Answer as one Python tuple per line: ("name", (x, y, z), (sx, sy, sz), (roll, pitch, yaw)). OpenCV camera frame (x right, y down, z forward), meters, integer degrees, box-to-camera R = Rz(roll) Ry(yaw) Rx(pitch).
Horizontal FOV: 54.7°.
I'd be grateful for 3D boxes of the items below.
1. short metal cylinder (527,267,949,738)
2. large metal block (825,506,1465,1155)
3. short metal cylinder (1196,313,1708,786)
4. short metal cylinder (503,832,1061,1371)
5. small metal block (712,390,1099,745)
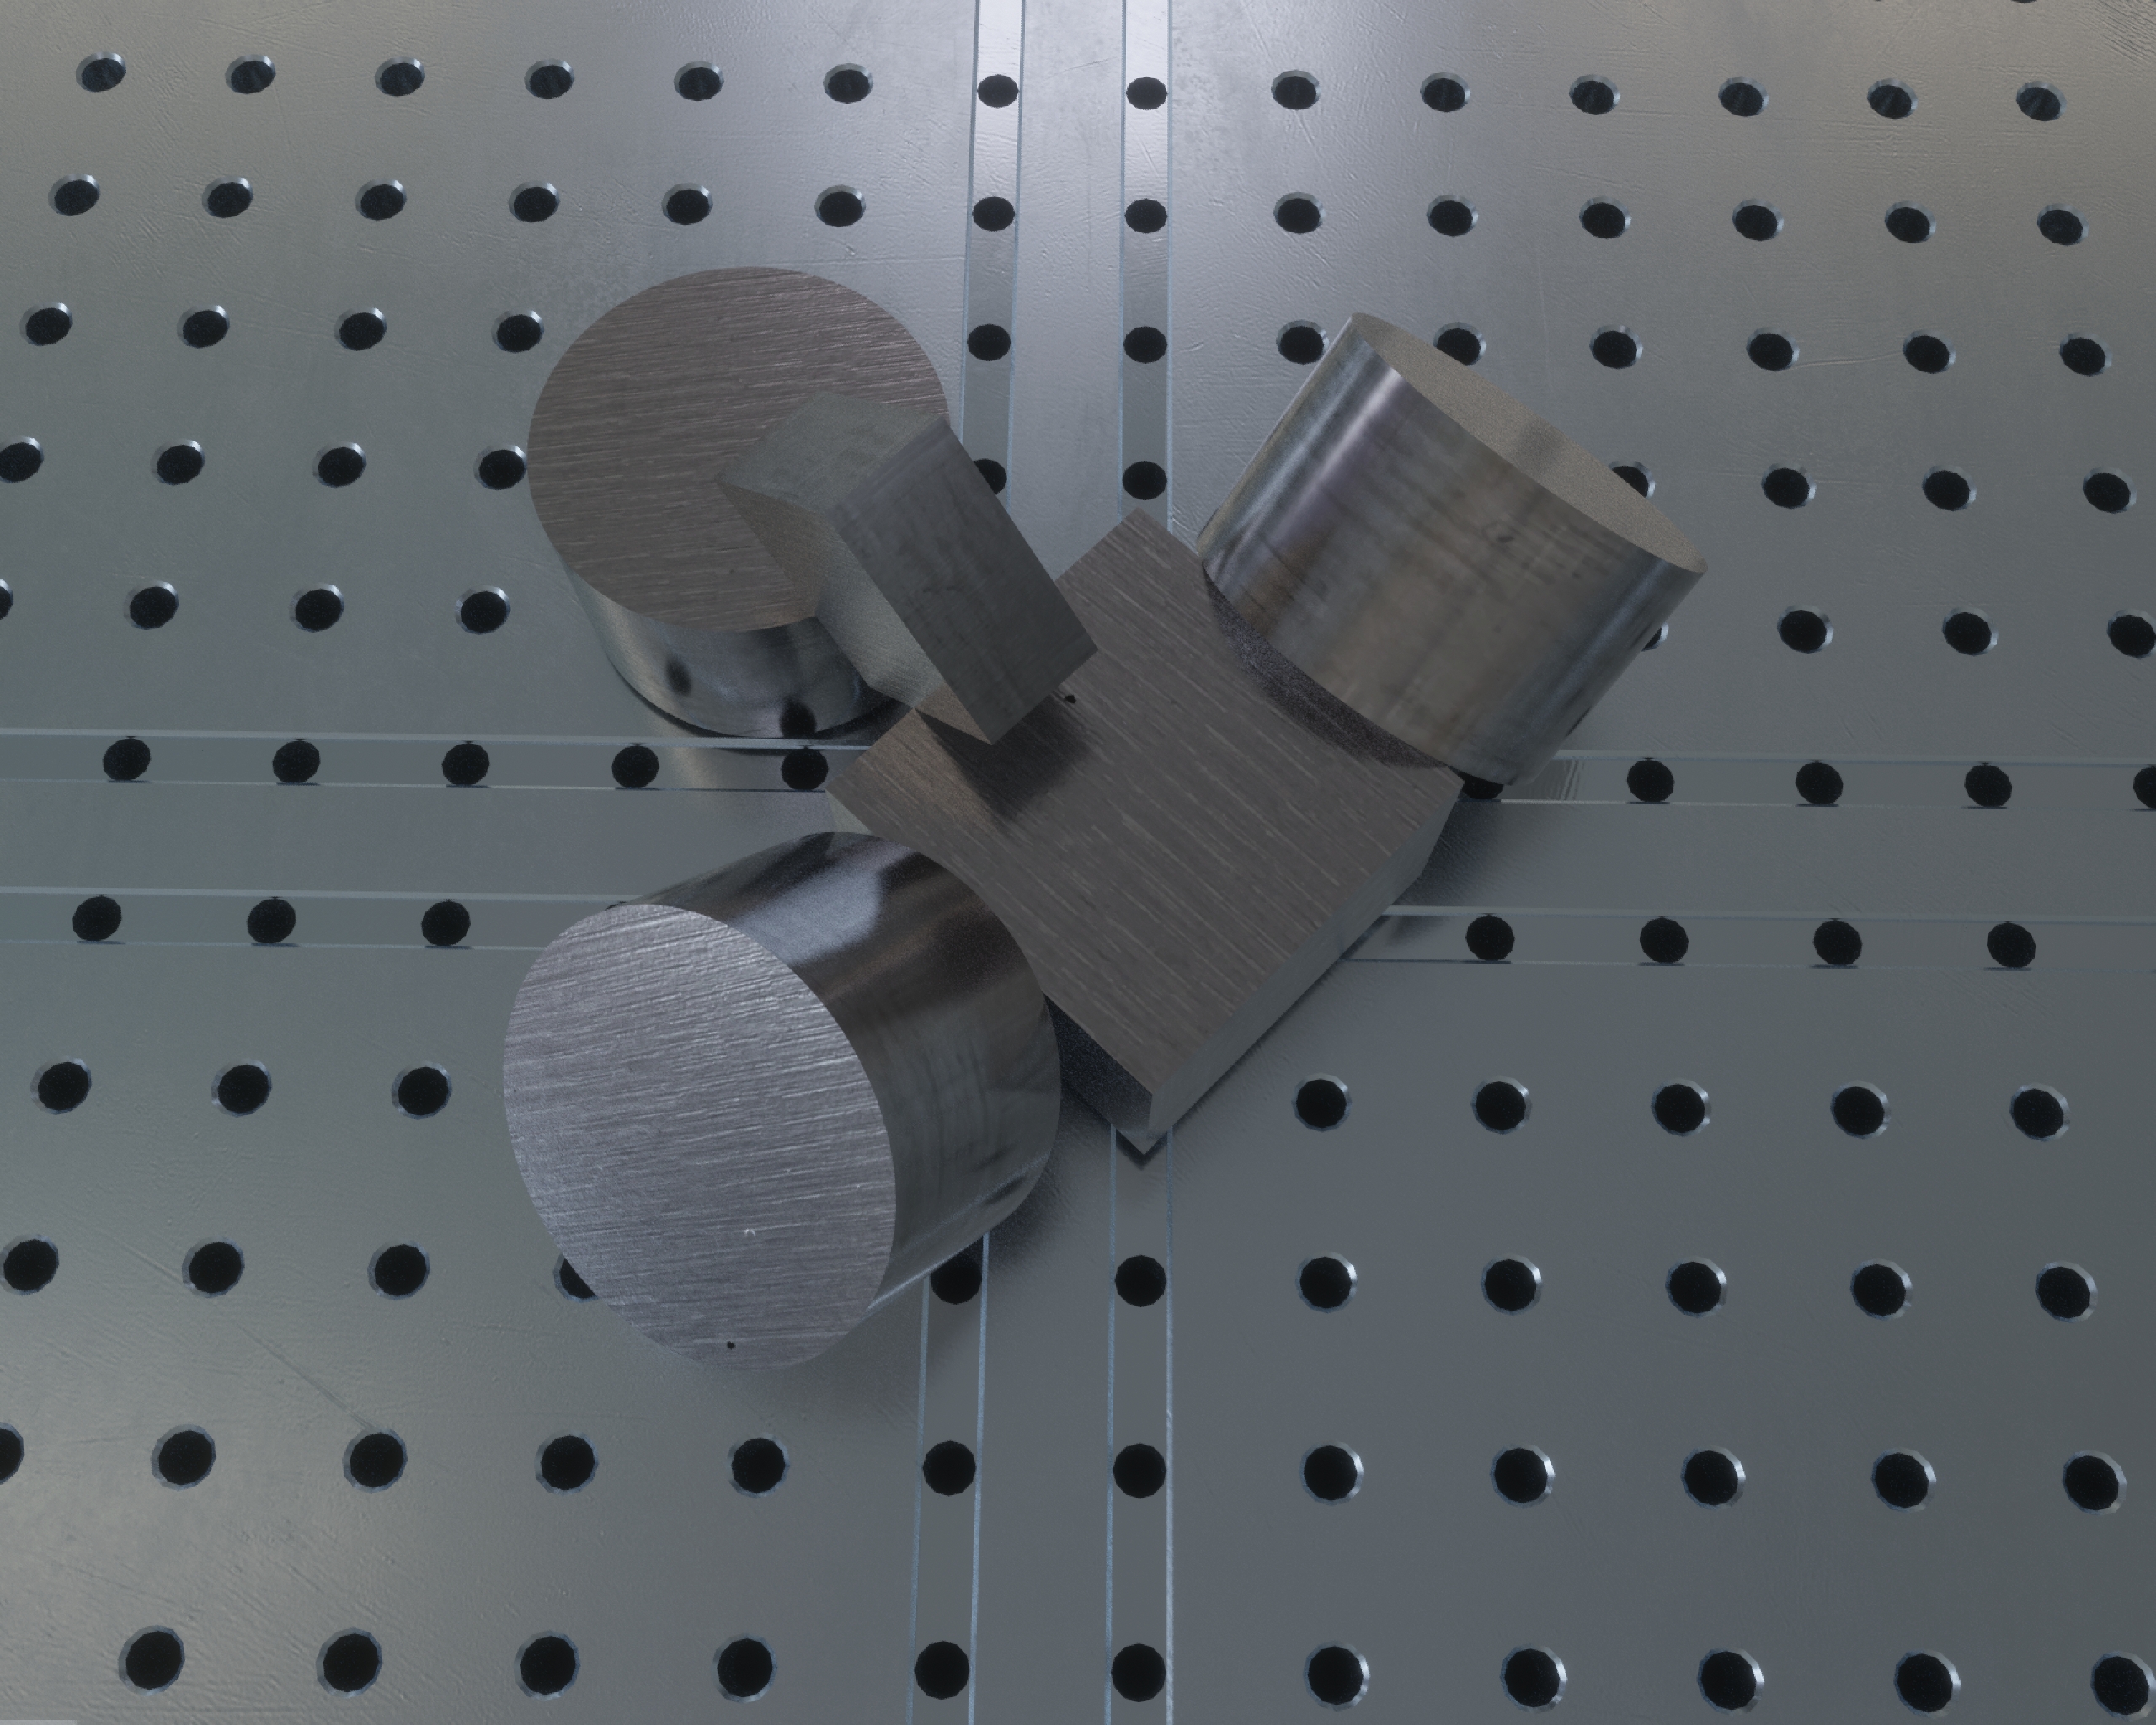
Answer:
("short metal cylinder", (-0.064, -0.072, 0.421), (0.081, 0.050, 0.080), (0, 70, 0))
("large metal block", (0.012, -0.005, 0.394), (0.080, 0.050, 0.080), (43, 75, 14))
("short metal cylinder", (0.070, -0.059, 0.393), (0.080, 0.080, 0.050), (41, 114, 13))
("short metal cylinder", (-0.050, 0.039, 0.358), (0.080, 0.050, 0.079), (9, 108, 28))
("small metal block", (-0.030, -0.052, 0.361), (0.025, 0.050, 0.050), (-43, 32, -12))
